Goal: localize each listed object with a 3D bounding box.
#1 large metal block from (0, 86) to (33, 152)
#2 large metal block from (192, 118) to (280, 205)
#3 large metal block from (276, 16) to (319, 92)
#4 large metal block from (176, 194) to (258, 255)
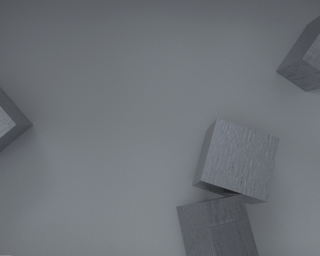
[{"bbox_3d":[-0.230,-0.009,0.397,0.080,0.050,0.080,-40,90,0],"label":"large metal block"},{"bbox_3d":[0.094,0.043,0.388,0.080,0.050,0.080,18,71,0],"label":"large metal block"},{"bbox_3d":[0.202,-0.096,0.385,0.050,0.080,0.080,34,90,0],"label":"large metal block"},{"bbox_3d":[0.066,0.127,0.370,0.050,0.080,0.080,-7,76,-22],"label":"large metal block"}]
